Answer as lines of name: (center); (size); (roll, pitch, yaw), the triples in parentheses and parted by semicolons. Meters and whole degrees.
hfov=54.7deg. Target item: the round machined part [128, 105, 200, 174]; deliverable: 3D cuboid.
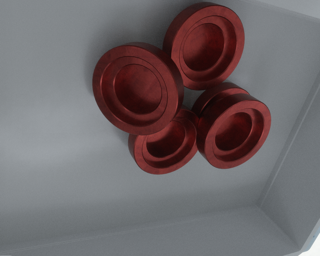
round machined part: (0.004, 0.010, 0.407); (0.099, 0.042, 0.097); (-14, 125, -21)

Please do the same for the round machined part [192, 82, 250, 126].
round machined part: (0.095, -0.012, 0.444); (0.099, 0.042, 0.097); (-14, 125, -21)

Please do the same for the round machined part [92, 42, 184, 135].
round machined part: (-0.020, -0.044, 0.338); (0.042, 0.098, 0.097); (-48, 150, -57)

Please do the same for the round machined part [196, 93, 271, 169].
round machined part: (0.088, 0.000, 0.394); (0.099, 0.042, 0.097); (-14, 124, -21)

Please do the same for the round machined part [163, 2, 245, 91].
round machined part: (0.047, -0.097, 0.365); (0.099, 0.042, 0.097); (-14, 125, -21)
